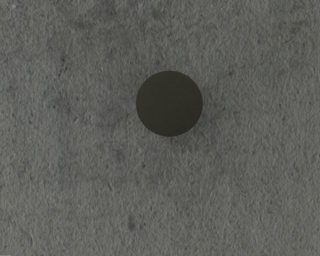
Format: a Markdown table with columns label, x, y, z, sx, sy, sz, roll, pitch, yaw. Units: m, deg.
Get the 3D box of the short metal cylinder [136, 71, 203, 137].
| label | x | y | z | sx | sy | sz | roll | pitch | yaw |
| --- | --- | --- | --- | --- | --- | --- | --- | --- | --- |
| short metal cylinder | 0.011 | -0.029 | 0.398 | 0.081 | 0.050 | 0.079 | 0 | 90 | -1 |
